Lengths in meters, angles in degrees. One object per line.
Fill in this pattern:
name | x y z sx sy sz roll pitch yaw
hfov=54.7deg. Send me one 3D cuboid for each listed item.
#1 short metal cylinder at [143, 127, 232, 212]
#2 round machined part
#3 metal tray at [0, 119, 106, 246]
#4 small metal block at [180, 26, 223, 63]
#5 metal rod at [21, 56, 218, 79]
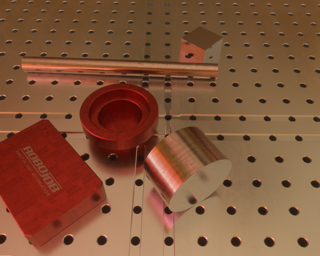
short metal cylinder | 0.029 0.045 0.335 0.081 0.080 0.050 -26 55 -20
round machined part | -0.051 -0.010 0.404 0.099 0.042 0.098 0 50 0
metal tray | -0.136 0.055 0.356 0.091 0.030 0.130 -34 58 -26
small metal block | 0.071 -0.144 0.529 0.050 0.025 0.050 35 58 25
metal rod | -0.062 -0.095 0.486 0.302 0.025 0.025 2 50 1
